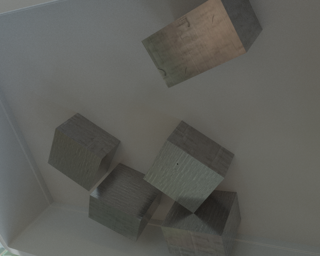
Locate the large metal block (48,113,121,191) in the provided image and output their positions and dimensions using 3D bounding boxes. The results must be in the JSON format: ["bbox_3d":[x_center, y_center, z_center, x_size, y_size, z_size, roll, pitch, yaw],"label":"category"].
[{"bbox_3d":[-0.118,0.037,0.478,0.080,0.050,0.079,33,129,6],"label":"large metal block"}]

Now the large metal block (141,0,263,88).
[{"bbox_3d":[0.043,-0.089,0.296,0.080,0.080,0.050,-20,108,36],"label":"large metal block"}]

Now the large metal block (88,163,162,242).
[{"bbox_3d":[-0.049,0.109,0.467,0.080,0.080,0.050,23,127,14],"label":"large metal block"}]

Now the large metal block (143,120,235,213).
[{"bbox_3d":[0.036,0.051,0.405,0.080,0.050,0.079,34,129,6],"label":"large metal block"}]

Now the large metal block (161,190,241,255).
[{"bbox_3d":[0.059,0.129,0.422,0.080,0.080,0.050,0,118,28],"label":"large metal block"}]
